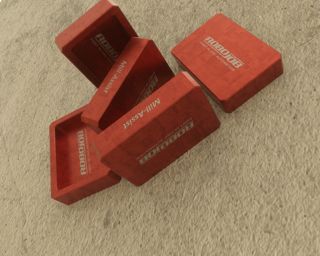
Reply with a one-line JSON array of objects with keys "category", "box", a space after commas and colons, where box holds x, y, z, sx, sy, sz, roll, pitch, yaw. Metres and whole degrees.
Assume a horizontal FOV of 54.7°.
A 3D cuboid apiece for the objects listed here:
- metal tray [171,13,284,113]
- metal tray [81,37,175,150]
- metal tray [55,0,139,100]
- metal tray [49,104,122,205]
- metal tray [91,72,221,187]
[{"category": "metal tray", "box": [0.085, -0.091, 0.412, 0.090, 0.030, 0.130, -38, 51, 2]}, {"category": "metal tray", "box": [-0.035, -0.041, 0.405, 0.030, 0.090, 0.130, 18, 71, 35]}, {"category": "metal tray", "box": [-0.068, -0.101, 0.434, 0.090, 0.130, 0.030, -40, 52, 1]}, {"category": "metal tray", "box": [-0.109, 0.031, 0.438, 0.090, 0.030, 0.130, -25, 53, 12]}, {"category": "metal tray", "box": [0.000, 0.006, 0.359, 0.130, 0.090, 0.030, -37, 51, 3]}]
